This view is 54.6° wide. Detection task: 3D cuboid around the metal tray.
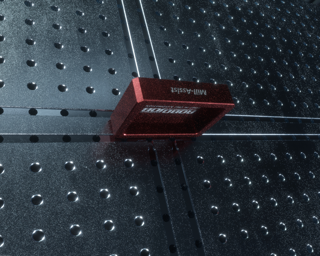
[{"bbox_3d":[0.015,-0.021,0.386,0.131,0.090,0.030,0,62,-28],"label":"metal tray"}]
